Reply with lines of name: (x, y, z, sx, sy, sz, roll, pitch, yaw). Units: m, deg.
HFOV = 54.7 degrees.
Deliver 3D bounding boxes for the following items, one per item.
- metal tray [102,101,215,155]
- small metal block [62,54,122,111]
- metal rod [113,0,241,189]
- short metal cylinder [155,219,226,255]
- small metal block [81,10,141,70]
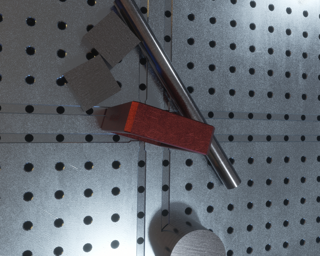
metal tray: (-0.009, 0.001, 0.354, 0.091, 0.130, 0.030, 17, 85, -20)
small metal block: (-0.084, -0.055, 0.382, 0.050, 0.025, 0.050, -34, 101, -17)
metal rod: (0.029, -0.042, 0.424, 0.025, 0.025, 0.299, -36, 102, -17)
short metal cylinder: (0.040, 0.169, 0.416, 0.081, 0.050, 0.079, 0, 90, -21)
small metal block: (-0.062, -0.109, 0.390, 0.050, 0.025, 0.050, 46, 75, -15)
